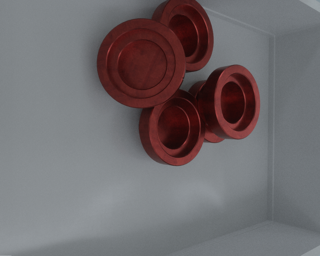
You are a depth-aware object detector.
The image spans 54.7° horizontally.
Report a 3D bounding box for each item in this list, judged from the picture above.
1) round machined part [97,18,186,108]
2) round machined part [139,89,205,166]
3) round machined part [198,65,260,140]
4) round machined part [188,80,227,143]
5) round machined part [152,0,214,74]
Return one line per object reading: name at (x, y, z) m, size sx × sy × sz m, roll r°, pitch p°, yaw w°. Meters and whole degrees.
round machined part at (-0.019, -0.072, 0.358) m, size 0.042 × 0.099 × 0.097 m, roll -37°, pitch 122°, yaw -82°
round machined part at (0.011, -0.001, 0.407) m, size 0.099 × 0.042 × 0.097 m, roll 0°, pitch 90°, yaw -40°
round machined part at (0.090, -0.034, 0.418) m, size 0.099 × 0.042 × 0.097 m, roll 0°, pitch 90°, yaw -40°
round machined part at (0.086, -0.026, 0.470) m, size 0.099 × 0.042 × 0.097 m, roll 0°, pitch 90°, yaw -40°
round machined part at (0.025, -0.122, 0.418) m, size 0.099 × 0.042 × 0.097 m, roll 0°, pitch 90°, yaw -40°
